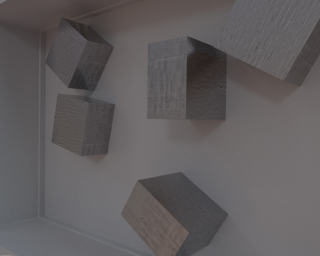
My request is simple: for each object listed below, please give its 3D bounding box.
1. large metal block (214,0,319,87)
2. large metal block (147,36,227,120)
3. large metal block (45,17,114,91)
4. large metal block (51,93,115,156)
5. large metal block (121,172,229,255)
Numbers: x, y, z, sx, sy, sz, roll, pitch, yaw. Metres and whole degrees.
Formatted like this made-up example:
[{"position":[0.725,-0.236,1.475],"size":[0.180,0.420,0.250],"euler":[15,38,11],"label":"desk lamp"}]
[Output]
[{"position":[0.113,-0.096,0.297],"size":[0.080,0.050,0.079],"euler":[38,113,33],"label":"large metal block"},{"position":[0.032,-0.049,0.343],"size":[0.050,0.081,0.079],"euler":[1,91,40],"label":"large metal block"},{"position":[-0.130,-0.117,0.495],"size":[0.080,0.050,0.080],"euler":[44,116,31],"label":"large metal block"},{"position":[-0.122,-0.007,0.489],"size":[0.080,0.050,0.079],"euler":[17,101,38],"label":"large metal block"},{"position":[0.017,0.099,0.355],"size":[0.080,0.081,0.050],"euler":[40,114,32],"label":"large metal block"}]
